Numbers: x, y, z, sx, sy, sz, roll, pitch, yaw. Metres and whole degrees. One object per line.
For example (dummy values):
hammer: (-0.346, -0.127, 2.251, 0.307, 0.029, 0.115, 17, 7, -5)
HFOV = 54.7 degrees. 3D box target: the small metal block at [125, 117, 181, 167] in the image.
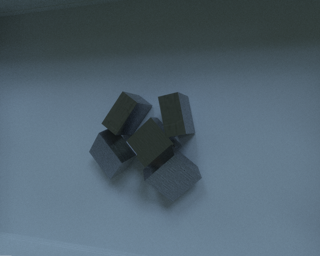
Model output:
small metal block: (-0.009, 0.021, 0.410, 0.050, 0.025, 0.050, -44, 77, 14)

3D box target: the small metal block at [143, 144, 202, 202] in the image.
small metal block: (0.015, 0.057, 0.389, 0.050, 0.025, 0.050, -43, 114, 14)

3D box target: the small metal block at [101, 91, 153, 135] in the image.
small metal block: (-0.042, -0.018, 0.409, 0.025, 0.050, 0.050, 38, 102, 16)

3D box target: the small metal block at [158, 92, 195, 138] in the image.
small metal block: (0.022, -0.015, 0.386, 0.025, 0.050, 0.050, -12, 86, 18)

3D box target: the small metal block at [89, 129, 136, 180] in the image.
small metal block: (-0.065, 0.034, 0.418, 0.050, 0.025, 0.050, 51, 138, 12)
